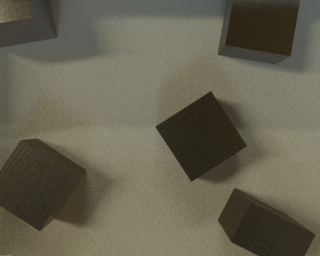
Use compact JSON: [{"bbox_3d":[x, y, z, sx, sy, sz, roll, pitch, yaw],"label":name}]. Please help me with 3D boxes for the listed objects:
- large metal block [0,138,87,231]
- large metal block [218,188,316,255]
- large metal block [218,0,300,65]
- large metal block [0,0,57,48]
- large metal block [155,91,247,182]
[{"bbox_3d":[-0.156,0.069,0.398,0.080,0.050,0.080,33,90,0],"label":"large metal block"},{"bbox_3d":[0.126,0.123,0.385,0.080,0.080,0.050,27,90,0],"label":"large metal block"},{"bbox_3d":[0.125,-0.133,0.400,0.080,0.050,0.080,10,90,0],"label":"large metal block"},{"bbox_3d":[-0.184,-0.140,0.382,0.080,0.080,0.050,-10,90,0],"label":"large metal block"},{"bbox_3d":[0.050,0.010,0.399,0.080,0.050,0.080,-33,90,0],"label":"large metal block"}]
